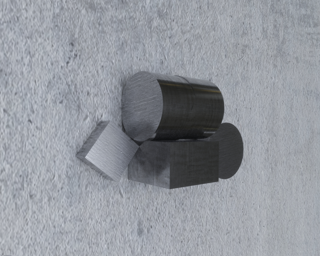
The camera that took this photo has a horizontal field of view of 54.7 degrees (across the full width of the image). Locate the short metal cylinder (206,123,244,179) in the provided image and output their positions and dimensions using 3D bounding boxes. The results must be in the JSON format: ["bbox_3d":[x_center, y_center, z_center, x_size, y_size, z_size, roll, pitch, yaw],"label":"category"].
[{"bbox_3d":[0.078,0.032,0.455,0.081,0.050,0.079,0,90,-40],"label":"short metal cylinder"}]

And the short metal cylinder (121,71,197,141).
[{"bbox_3d":[-0.003,-0.024,0.368,0.050,0.080,0.080,1,90,-40],"label":"short metal cylinder"}]

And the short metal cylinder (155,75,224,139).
[{"bbox_3d":[0.035,-0.025,0.401,0.050,0.080,0.080,1,90,-40],"label":"short metal cylinder"}]

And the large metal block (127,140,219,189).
[{"bbox_3d":[0.016,0.040,0.385,0.081,0.080,0.050,1,90,-40],"label":"large metal block"}]

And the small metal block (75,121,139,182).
[{"bbox_3d":[-0.060,0.026,0.357,0.050,0.025,0.050,45,63,-31],"label":"small metal block"}]
